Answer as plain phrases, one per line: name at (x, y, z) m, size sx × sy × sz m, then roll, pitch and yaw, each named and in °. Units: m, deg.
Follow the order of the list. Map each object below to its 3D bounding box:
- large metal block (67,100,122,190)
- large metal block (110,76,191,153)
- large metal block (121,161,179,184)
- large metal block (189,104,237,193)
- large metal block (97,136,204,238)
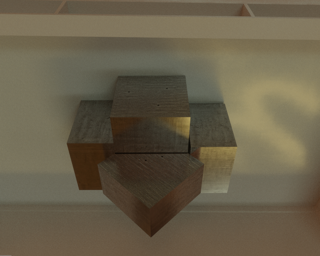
large metal block at (-0.075, 0.021, 0.389) m, size 0.050 × 0.080 × 0.079 m, roll 0°, pitch 130°, yaw 0°
large metal block at (-0.010, -0.018, 0.356) m, size 0.081 × 0.080 × 0.050 m, roll 0°, pitch 130°, yaw 0°
large metal block at (-0.009, 0.059, 0.421) m, size 0.081 × 0.080 × 0.050 m, roll 0°, pitch 130°, yaw 0°
large metal block at (0.058, 0.025, 0.390) m, size 0.050 × 0.080 × 0.079 m, roll 0°, pitch 130°, yaw -1°
large metal block at (-0.009, 0.057, 0.346) m, size 0.081 × 0.080 × 0.050 m, roll -33°, pitch 140°, yaw -33°
